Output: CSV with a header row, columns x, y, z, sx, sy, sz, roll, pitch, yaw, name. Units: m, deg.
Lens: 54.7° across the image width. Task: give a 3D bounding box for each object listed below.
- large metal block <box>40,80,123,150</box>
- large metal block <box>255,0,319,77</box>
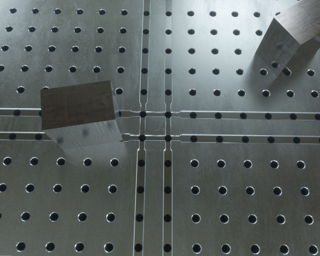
x,y,z,sx,sy,sz,roll,pitch,yaw,name
-0.093,-0.013,0.386,0.081,0.080,0.050,-9,71,-4,large metal block
0.192,-0.129,0.432,0.080,0.080,0.050,-32,74,-11,large metal block
